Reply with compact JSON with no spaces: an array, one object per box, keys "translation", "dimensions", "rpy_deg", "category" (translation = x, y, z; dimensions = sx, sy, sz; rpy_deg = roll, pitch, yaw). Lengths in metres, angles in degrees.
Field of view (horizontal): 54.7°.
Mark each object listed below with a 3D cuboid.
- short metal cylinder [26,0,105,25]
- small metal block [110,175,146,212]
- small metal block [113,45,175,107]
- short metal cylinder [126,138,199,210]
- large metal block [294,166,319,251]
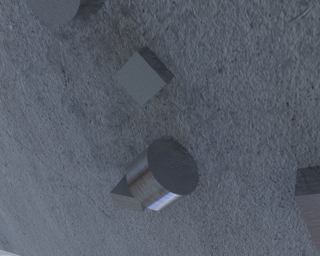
[{"translation":[-0.107,-0.162,0.345],"dimensions":[0.080,0.050,0.079],"rpy_deg":[13,124,20],"category":"short metal cylinder"},{"translation":[-0.039,0.096,0.469],"dimensions":[0.050,0.050,0.025],"rpy_deg":[5,121,25],"category":"small metal block"},{"translation":[-0.020,-0.063,0.377],"dimensions":[0.050,0.025,0.050],"rpy_deg":[47,129,-6],"category":"small metal block"},{"translation":[0.004,0.060,0.406],"dimensions":[0.080,0.080,0.050],"rpy_deg":[44,129,-3],"category":"short metal cylinder"},{"translation":[0.202,0.085,0.337],"dimensions":[0.080,0.050,0.080],"rpy_deg":[-16,110,34],"category":"large metal block"}]
